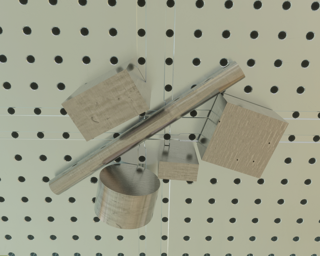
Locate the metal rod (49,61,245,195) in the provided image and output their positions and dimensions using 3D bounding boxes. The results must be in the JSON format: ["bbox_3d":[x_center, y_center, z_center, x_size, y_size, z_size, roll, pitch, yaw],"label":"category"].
[{"bbox_3d":[-0.025,0.005,0.414,0.300,0.025,0.025,-32,107,11],"label":"metal rod"}]

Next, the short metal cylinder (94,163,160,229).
[{"bbox_3d":[-0.044,0.089,0.416,0.081,0.080,0.050,11,110,-5],"label":"short metal cylinder"}]

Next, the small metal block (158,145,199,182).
[{"bbox_3d":[0.023,0.047,0.418,0.050,0.050,0.025,5,110,-2],"label":"small metal block"}]

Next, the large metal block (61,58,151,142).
[{"bbox_3d":[-0.059,-0.037,0.370,0.080,0.080,0.050,-27,108,9],"label":"large metal block"}]

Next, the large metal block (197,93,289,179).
[{"bbox_3d":[0.103,0.009,0.402,0.080,0.050,0.079,18,109,-7],"label":"large metal block"}]
